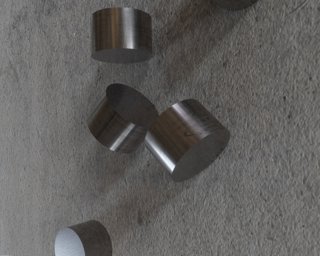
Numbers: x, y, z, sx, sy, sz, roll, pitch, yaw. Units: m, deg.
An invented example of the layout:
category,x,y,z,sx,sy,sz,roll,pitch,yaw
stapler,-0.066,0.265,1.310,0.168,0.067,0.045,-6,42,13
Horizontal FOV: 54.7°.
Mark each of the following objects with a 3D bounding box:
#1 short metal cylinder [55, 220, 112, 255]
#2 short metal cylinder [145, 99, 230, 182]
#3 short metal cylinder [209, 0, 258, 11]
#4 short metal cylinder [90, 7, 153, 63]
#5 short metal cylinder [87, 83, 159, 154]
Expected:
category,x,y,z,sx,sy,sz,roll,pitch,yaw
short metal cylinder,-0.121,0.192,0.489,0.080,0.050,0.080,0,90,40
short metal cylinder,0.030,0.014,0.344,0.050,0.081,0.080,49,119,28
short metal cylinder,0.074,-0.172,0.327,0.080,0.050,0.080,0,90,40
short metal cylinder,-0.051,-0.119,0.411,0.080,0.081,0.050,-3,88,40
short metal cylinder,-0.048,-0.013,0.409,0.050,0.081,0.080,-49,61,29
